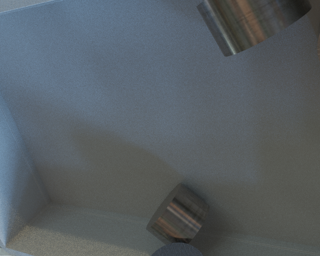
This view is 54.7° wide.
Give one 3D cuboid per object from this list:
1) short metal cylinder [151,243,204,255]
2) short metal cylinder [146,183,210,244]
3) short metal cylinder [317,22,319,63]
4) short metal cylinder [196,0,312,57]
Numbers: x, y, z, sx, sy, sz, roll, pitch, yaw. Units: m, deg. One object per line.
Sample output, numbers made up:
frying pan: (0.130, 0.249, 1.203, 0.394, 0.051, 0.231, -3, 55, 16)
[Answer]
short metal cylinder: (0.024, 0.190, 0.378, 0.080, 0.080, 0.050, 1, 130, 27)
short metal cylinder: (0.025, 0.125, 0.436, 0.050, 0.080, 0.080, 38, 129, 2)
short metal cylinder: (0.174, -0.077, 0.253, 0.080, 0.050, 0.079, 13, 124, 20)
short metal cylinder: (0.079, -0.105, 0.266, 0.080, 0.080, 0.050, -23, 106, 36)
